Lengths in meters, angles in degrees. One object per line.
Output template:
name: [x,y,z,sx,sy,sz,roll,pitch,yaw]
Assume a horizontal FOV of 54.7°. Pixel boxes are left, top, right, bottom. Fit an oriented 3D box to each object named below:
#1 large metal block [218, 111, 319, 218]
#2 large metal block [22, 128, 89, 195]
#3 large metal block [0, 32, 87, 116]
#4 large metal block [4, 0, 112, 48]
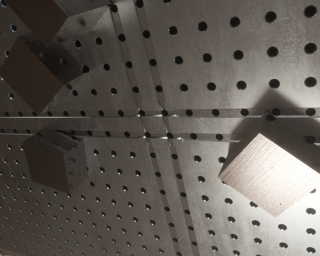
large metal block: [0.127,0.042,0.354,0.080,0.050,0.079,35,129,4]
large metal block: [-0.172,0.054,0.517,0.080,0.050,0.079,14,124,20]
large metal block: [-0.164,-0.077,0.431,0.080,0.050,0.080,48,128,-7]
large metal block: [-0.115,-0.146,0.344,0.080,0.080,0.050,49,128,-7]
